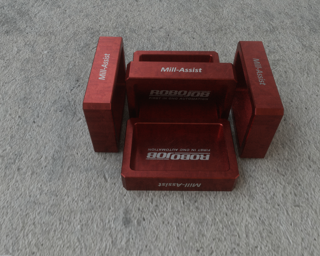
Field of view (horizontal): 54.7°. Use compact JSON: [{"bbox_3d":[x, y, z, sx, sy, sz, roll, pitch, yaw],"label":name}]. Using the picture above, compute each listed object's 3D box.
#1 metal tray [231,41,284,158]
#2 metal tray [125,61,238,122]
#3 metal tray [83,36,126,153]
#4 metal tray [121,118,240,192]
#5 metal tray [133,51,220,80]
[{"bbox_3d":[0.116,-0.038,0.395,0.030,0.090,0.130,1,50,1],"label":"metal tray"},{"bbox_3d":[0.025,-0.041,0.398,0.131,0.090,0.030,1,52,1],"label":"metal tray"},{"bbox_3d":[-0.066,-0.044,0.399,0.030,0.090,0.130,1,51,1],"label":"metal tray"},{"bbox_3d":[0.023,0.030,0.378,0.131,0.030,0.090,1,49,0],"label":"metal tray"},{"bbox_3d":[0.024,-0.076,0.465,0.131,0.030,0.090,0,53,0],"label":"metal tray"}]
